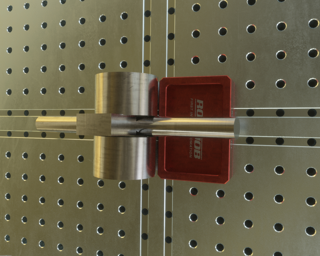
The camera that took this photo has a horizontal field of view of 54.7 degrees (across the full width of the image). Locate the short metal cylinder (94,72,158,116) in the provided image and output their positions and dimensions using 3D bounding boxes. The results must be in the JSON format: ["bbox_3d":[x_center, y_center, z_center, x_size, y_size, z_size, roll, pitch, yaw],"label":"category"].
[{"bbox_3d":[-0.043,-0.040,0.397,0.080,0.080,0.050,1,91,20],"label":"short metal cylinder"}]

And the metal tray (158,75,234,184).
[{"bbox_3d":[0.045,0.001,0.394,0.090,0.030,0.129,1,90,19],"label":"metal tray"}]

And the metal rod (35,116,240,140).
[{"bbox_3d":[-0.049,-0.003,0.405,0.300,0.025,0.025,1,91,28],"label":"metal rod"}]

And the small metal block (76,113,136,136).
[{"bbox_3d":[-0.063,-0.004,0.371,0.050,0.050,0.025,1,91,28],"label":"small metal block"}]

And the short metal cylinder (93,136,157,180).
[{"bbox_3d":[-0.045,0.035,0.399,0.080,0.080,0.050,2,91,20],"label":"short metal cylinder"}]
